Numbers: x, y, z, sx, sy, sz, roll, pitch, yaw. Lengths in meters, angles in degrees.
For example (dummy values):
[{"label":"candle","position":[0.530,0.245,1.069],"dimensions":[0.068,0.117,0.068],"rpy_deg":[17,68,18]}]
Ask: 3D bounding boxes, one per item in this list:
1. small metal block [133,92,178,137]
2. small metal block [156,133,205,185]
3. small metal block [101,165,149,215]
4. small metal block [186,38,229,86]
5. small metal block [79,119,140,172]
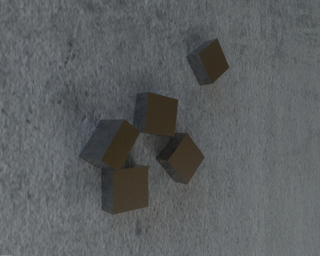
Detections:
[{"label":"small metal block","position":[-0.005,-0.016,0.402],"dimensions":[0.050,0.025,0.050],"rpy_deg":[10,84,-40]},{"label":"small metal block","position":[0.029,0.042,0.432],"dimensions":[0.050,0.025,0.050],"rpy_deg":[-53,121,-27]},{"label":"small metal block","position":[-0.042,0.072,0.372],"dimensions":[0.050,0.025,0.050],"rpy_deg":[-1,91,-40]},{"label":"small metal block","position":[0.073,-0.100,0.468],"dimensions":[0.050,0.025,0.050],"rpy_deg":[-43,117,-32]},{"label":"small metal block","position":[-0.056,0.018,0.343],"dimensions":[0.025,0.050,0.050],"rpy_deg":[41,65,-33]}]
